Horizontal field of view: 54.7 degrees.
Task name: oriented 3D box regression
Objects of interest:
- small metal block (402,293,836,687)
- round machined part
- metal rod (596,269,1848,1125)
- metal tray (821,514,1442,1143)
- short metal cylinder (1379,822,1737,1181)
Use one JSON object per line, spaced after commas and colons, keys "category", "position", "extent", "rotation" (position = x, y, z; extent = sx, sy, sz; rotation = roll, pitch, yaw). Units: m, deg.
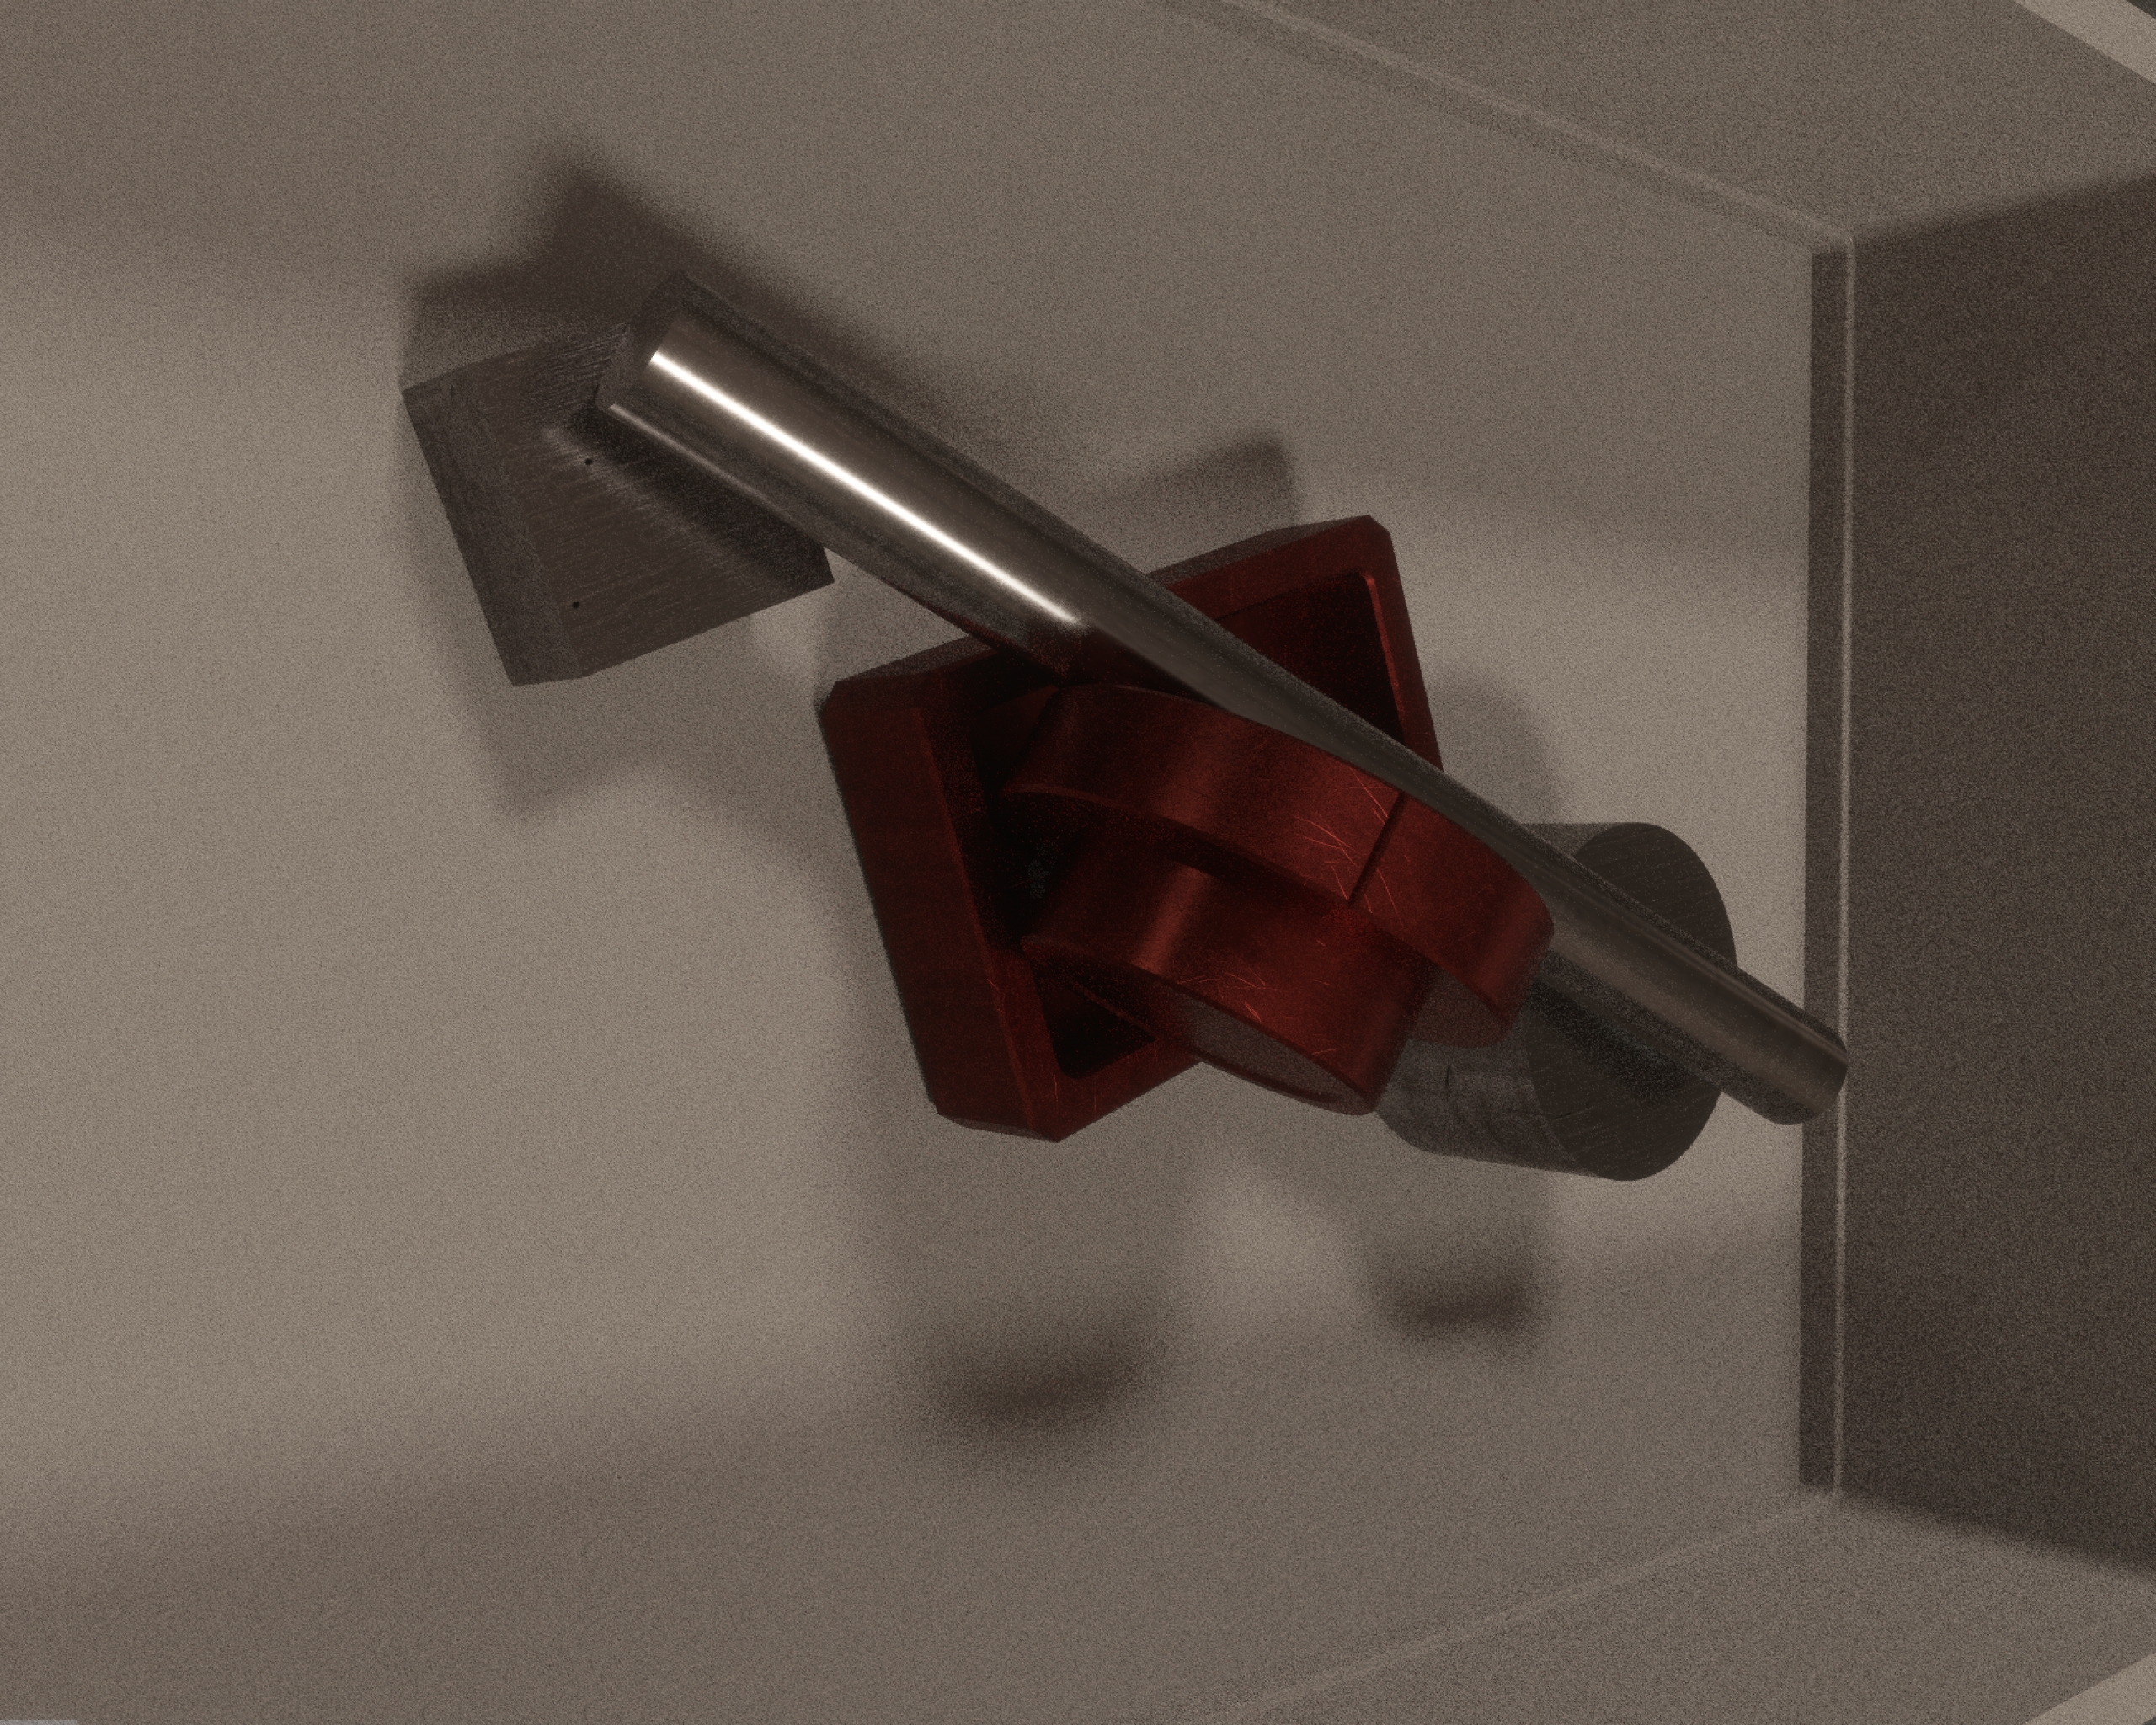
{"category": "small metal block", "position": [-0.074, -0.061, 0.343], "extent": [0.050, 0.025, 0.050], "rotation": [-28, 108, -37]}
{"category": "round machined part", "position": [0.029, 0.011, 0.367], "extent": [0.098, 0.098, 0.042], "rotation": [34, 77, -35]}
{"category": "metal rod", "position": [0.048, -0.016, 0.393], "extent": [0.301, 0.025, 0.025], "rotation": [29, 72, -30]}
{"category": "metal tray", "position": [0.019, -0.011, 0.419], "extent": [0.131, 0.030, 0.089], "rotation": [-25, 106, -38]}
{"category": "short metal cylinder", "position": [0.108, 0.031, 0.482], "extent": [0.081, 0.050, 0.079], "rotation": [0, 90, -40]}
